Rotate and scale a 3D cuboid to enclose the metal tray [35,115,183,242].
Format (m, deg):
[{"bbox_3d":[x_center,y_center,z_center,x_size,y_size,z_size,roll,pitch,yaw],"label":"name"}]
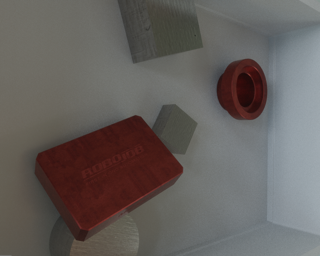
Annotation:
[{"bbox_3d":[-0.050,0.045,0.329,0.131,0.030,0.090,-25,66,-38],"label":"metal tray"}]

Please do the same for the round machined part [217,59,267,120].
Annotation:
[{"bbox_3d":[0.131,-0.062,0.508,0.099,0.042,0.097,0,90,-40],"label":"round machined part"}]

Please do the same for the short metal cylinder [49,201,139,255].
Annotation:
[{"bbox_3d":[-0.070,0.123,0.333,0.081,0.050,0.079,0,90,-40],"label":"short metal cylinder"}]

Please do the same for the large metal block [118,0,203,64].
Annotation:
[{"bbox_3d":[0.002,-0.132,0.394,0.081,0.050,0.079,-23,105,-38],"label":"large metal block"}]

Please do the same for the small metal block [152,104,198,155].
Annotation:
[{"bbox_3d":[0.019,0.002,0.425,0.050,0.025,0.050,38,67,-34],"label":"small metal block"}]
